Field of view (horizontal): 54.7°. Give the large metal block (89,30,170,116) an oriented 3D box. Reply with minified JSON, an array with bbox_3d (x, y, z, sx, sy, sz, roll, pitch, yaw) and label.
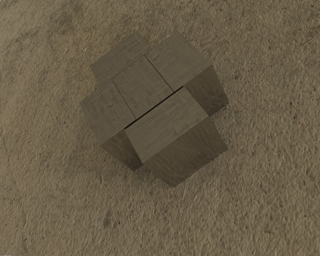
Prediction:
[{"bbox_3d":[-0.036,-0.073,0.433,0.080,0.080,0.050,-36,51,4],"label":"large metal block"}]

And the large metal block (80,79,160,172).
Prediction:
[{"bbox_3d":[-0.047,-0.002,0.395,0.050,0.080,0.080,-36,51,4],"label":"large metal block"}]

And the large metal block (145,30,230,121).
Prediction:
[{"bbox_3d":[0.035,-0.061,0.389,0.050,0.080,0.080,-36,51,4],"label":"large metal block"}]

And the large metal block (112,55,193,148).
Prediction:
[{"bbox_3d":[-0.006,-0.031,0.392,0.050,0.080,0.080,-36,51,4],"label":"large metal block"}]

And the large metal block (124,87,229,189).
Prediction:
[{"bbox_3d":[0.021,0.014,0.350,0.080,0.080,0.050,-36,51,4],"label":"large metal block"}]
